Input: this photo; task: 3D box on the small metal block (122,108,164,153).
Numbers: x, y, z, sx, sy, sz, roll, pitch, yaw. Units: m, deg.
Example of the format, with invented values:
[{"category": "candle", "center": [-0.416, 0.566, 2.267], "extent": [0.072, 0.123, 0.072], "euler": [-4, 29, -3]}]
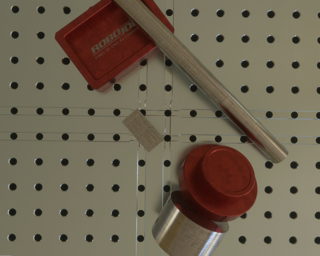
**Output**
[{"category": "small metal block", "center": [-0.021, 0.003, 0.401], "extent": [0.025, 0.050, 0.050], "euler": [-41, 91, 0]}]

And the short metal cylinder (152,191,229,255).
[{"category": "short metal cylinder", "center": [0.037, 0.122, 0.382], "extent": [0.080, 0.080, 0.050], "euler": [28, 102, -1]}]

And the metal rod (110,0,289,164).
[{"category": "metal rod", "center": [0.054, -0.063, 0.393], "extent": [0.300, 0.025, 0.025], "euler": [43, 90, -9]}]

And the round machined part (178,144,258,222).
[{"category": "round machined part", "center": [0.076, 0.061, 0.380], "extent": [0.099, 0.042, 0.098], "euler": [10, 52, -13]}]

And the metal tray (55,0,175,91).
[{"category": "metal tray", "center": [-0.058, -0.121, 0.409], "extent": [0.130, 0.030, 0.090], "euler": [-36, 90, -1]}]
